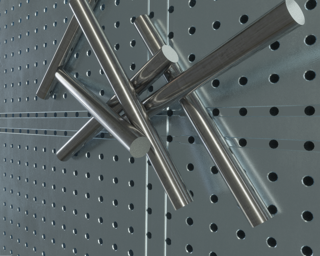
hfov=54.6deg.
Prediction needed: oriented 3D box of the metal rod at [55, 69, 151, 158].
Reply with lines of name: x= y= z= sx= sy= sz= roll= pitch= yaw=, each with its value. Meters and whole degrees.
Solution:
metal rod: x=-0.099 y=-0.037 z=0.444 sx=0.300 sy=0.025 sz=0.025 roll=36 pitch=113 yaw=50

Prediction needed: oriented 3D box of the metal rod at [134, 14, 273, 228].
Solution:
metal rod: x=0.041 y=-0.025 z=0.376 sx=0.025 sy=0.025 sz=0.299 roll=-42 pitch=65 yaw=32

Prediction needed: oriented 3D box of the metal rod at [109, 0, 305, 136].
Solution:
metal rod: x=0.020 y=-0.045 z=0.356 sx=0.299 sy=0.025 sz=0.025 roll=-29 pitch=72 yaw=48

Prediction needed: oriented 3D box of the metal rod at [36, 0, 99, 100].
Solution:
metal rod: x=-0.145 y=-0.169 z=0.530 sx=0.025 sy=0.025 sz=0.299 roll=52 pitch=120 yaw=27

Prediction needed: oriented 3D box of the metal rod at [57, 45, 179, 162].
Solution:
metal rod: x=-0.080 y=-0.019 z=0.458 sx=0.299 sy=0.025 sz=0.025 roll=-36 pitch=68 yaw=40

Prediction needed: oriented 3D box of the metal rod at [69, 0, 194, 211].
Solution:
metal rod: x=-0.041 y=-0.041 z=0.384 sx=0.025 sy=0.025 sz=0.299 roll=-37 pitch=75 yaw=34
